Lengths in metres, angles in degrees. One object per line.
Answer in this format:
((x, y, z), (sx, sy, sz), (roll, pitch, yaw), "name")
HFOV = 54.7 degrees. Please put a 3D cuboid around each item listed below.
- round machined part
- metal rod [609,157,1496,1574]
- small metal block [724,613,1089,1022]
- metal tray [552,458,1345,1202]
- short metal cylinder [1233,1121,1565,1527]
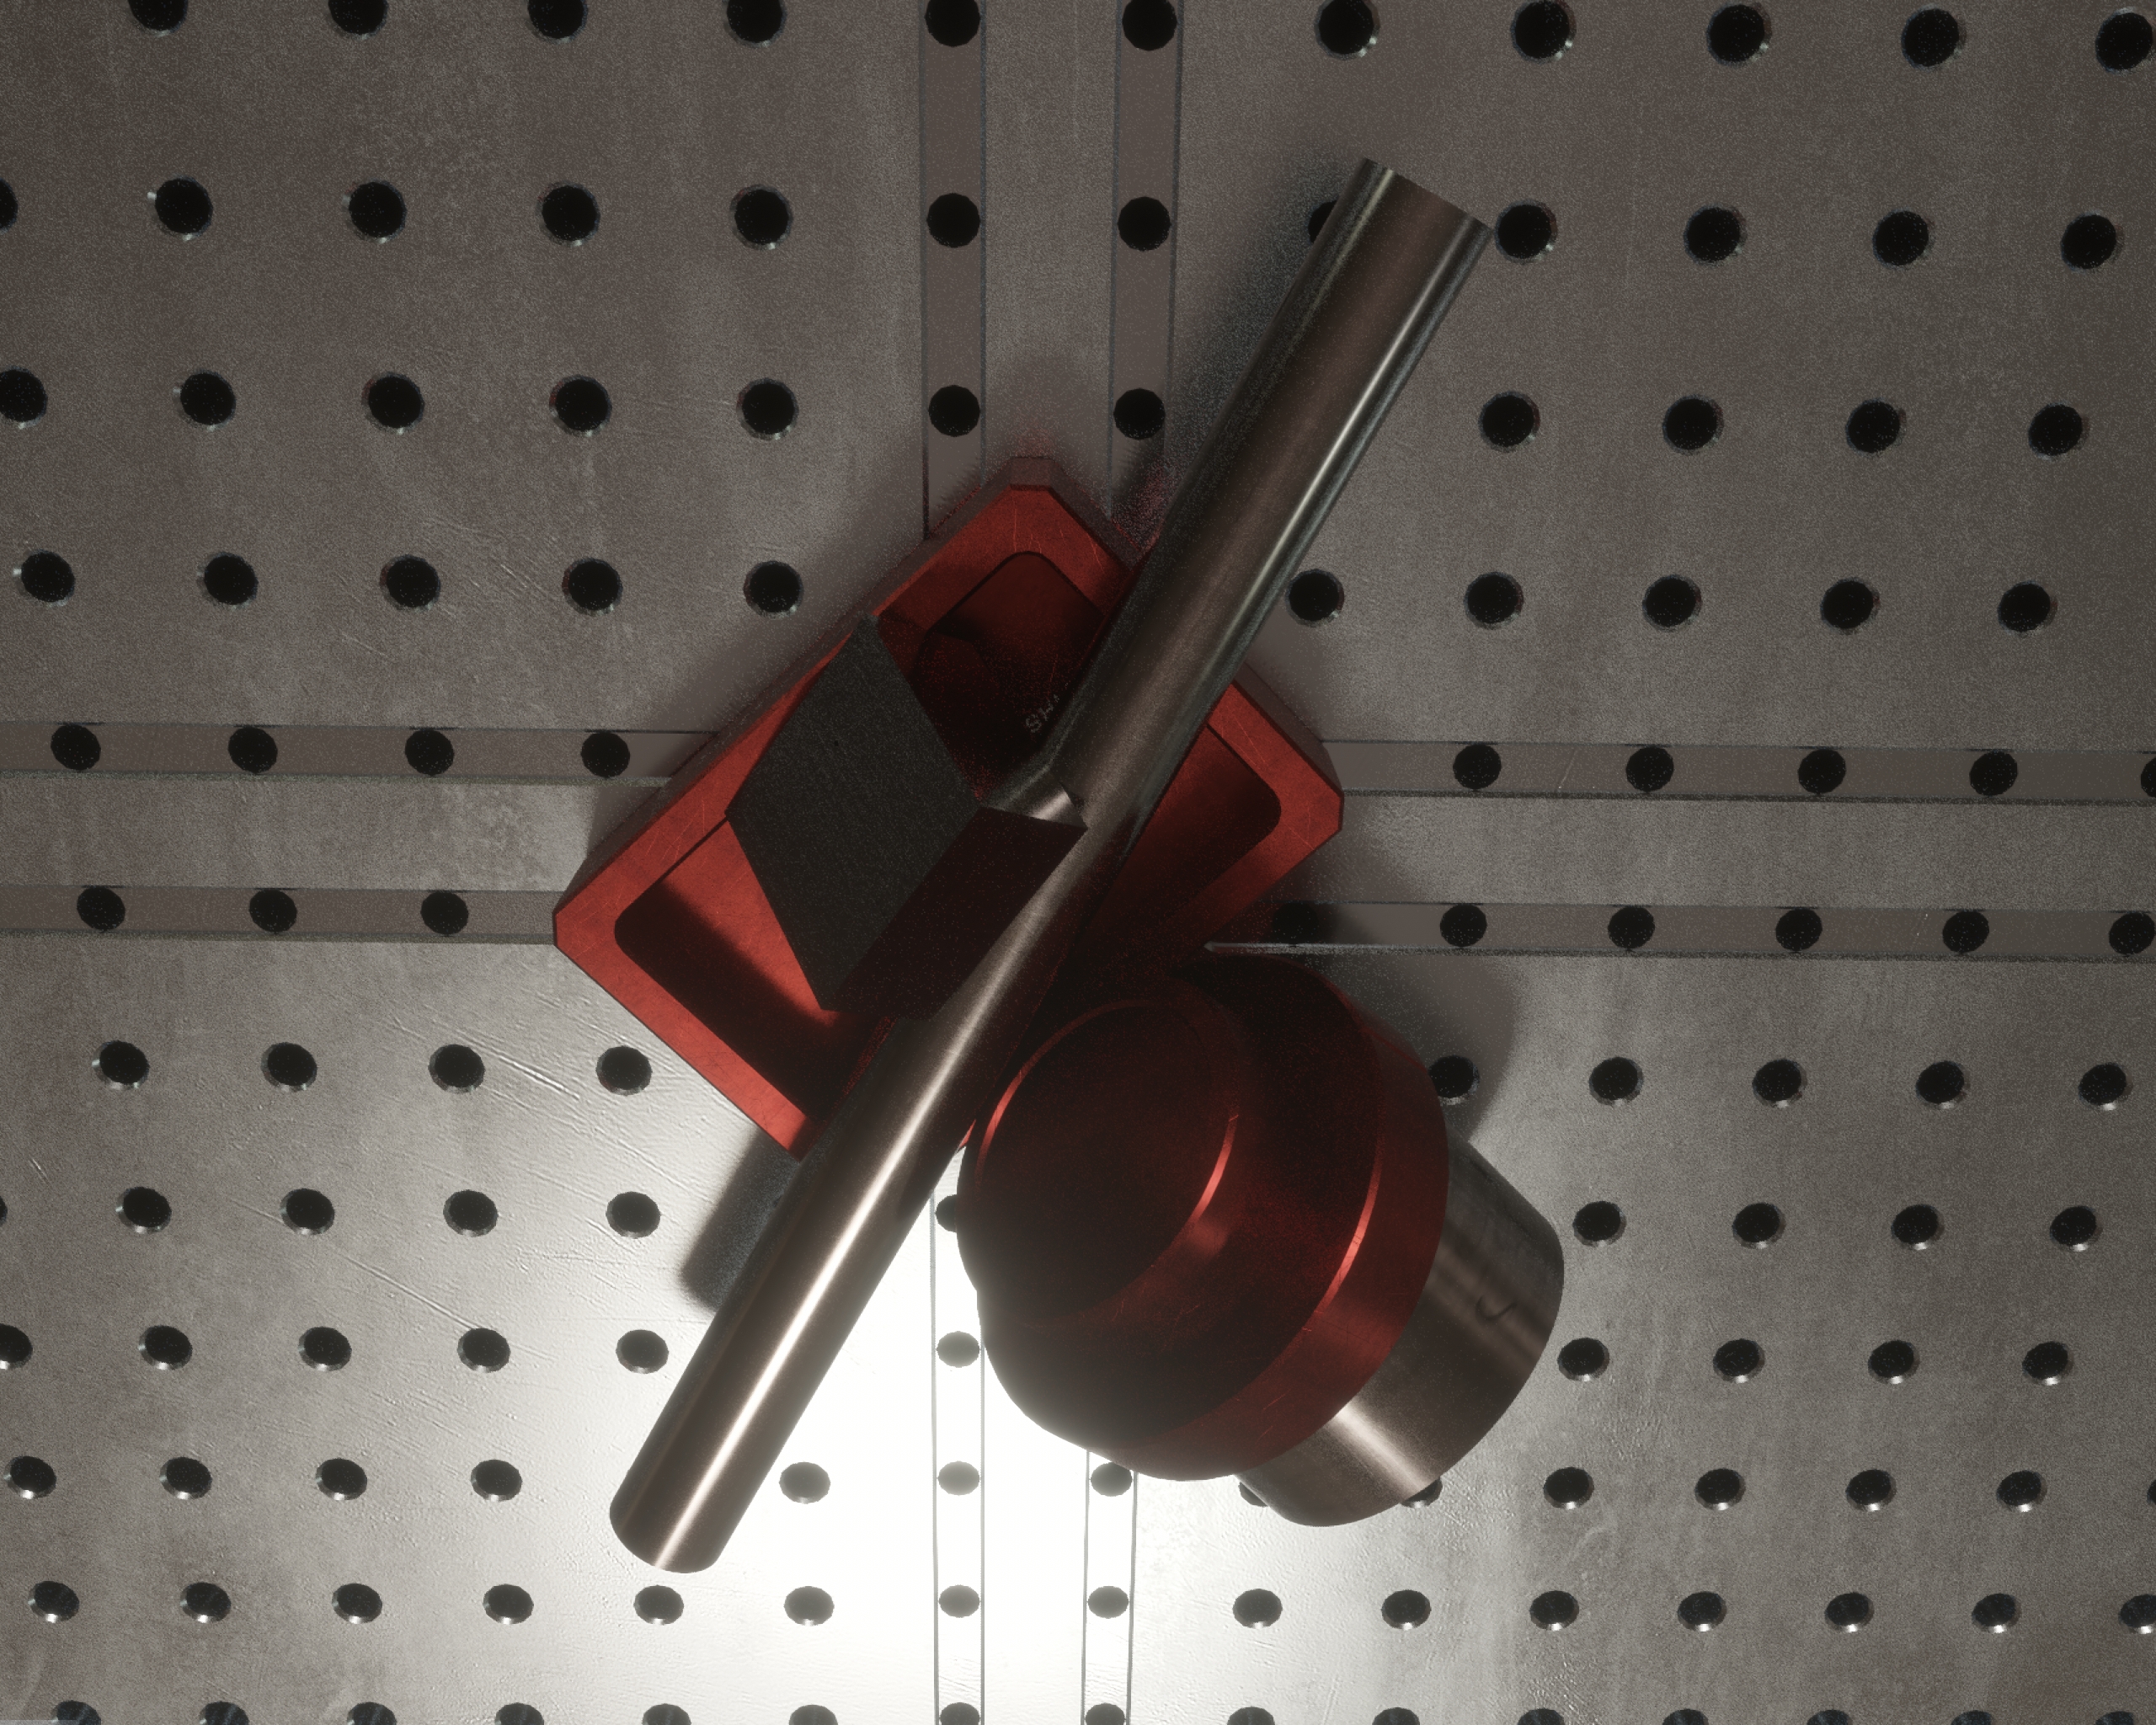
((0.016, 0.060, 0.386), (0.098, 0.098, 0.042), (-44, 127, 14), "round machined part")
((-0.014, 0.014, 0.386), (0.025, 0.025, 0.298), (27, 108, -10), "metal rod")
((-0.032, -0.008, 0.373), (0.025, 0.050, 0.050), (11, 127, -45), "small metal block")
((-0.025, -0.003, 0.408), (0.130, 0.030, 0.090), (-41, 106, 13), "metal tray")
((0.048, 0.083, 0.414), (0.080, 0.080, 0.050), (-41, 105, 13), "short metal cylinder")
